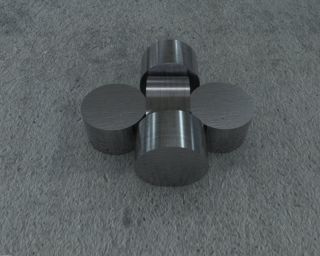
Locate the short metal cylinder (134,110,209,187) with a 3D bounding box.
[{"bbox_3d":[0.012,0.025,0.349,0.081,0.080,0.050,0,50,0],"label":"short metal cylinder"}]

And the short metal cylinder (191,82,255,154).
[{"bbox_3d":[0.075,-0.014,0.400,0.080,0.050,0.080,0,50,0],"label":"short metal cylinder"}]

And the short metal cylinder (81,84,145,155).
[{"bbox_3d":[-0.056,-0.012,0.398,0.081,0.050,0.080,1,50,-1],"label":"short metal cylinder"}]

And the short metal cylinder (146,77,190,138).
[{"bbox_3d":[0.010,-0.025,0.390,0.050,0.080,0.080,0,50,0],"label":"short metal cylinder"}]

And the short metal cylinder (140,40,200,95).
[{"bbox_3d":[0.013,-0.075,0.433,0.081,0.080,0.050,0,50,0],"label":"short metal cylinder"}]
